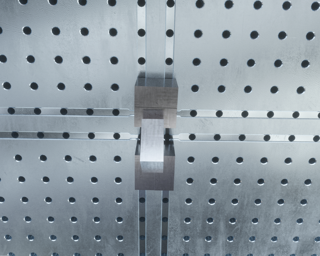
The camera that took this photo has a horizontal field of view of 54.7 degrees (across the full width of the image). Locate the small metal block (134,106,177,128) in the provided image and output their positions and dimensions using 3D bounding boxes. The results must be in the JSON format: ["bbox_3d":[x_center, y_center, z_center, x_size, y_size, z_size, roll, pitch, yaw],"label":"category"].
[{"bbox_3d":[-0.006,-0.021,0.392,0.050,0.050,0.025,2,110,-1],"label":"small metal block"}]

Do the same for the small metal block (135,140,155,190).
[{"bbox_3d":[-0.020,0.049,0.418,0.025,0.050,0.050,1,110,-1],"label":"small metal block"}]

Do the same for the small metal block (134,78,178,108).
[{"bbox_3d":[-0.005,-0.044,0.383,0.050,0.050,0.025,2,110,-1],"label":"small metal block"}]

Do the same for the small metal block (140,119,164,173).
[{"bbox_3d":[-0.008,0.022,0.364,0.025,0.050,0.050,1,68,0],"label":"small metal block"}]

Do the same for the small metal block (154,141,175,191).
[{"bbox_3d":[0.006,0.049,0.417,0.025,0.050,0.050,1,110,-1],"label":"small metal block"}]
